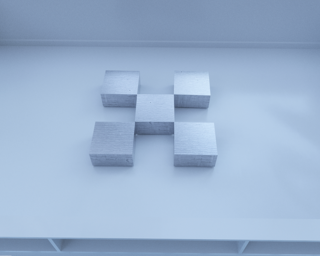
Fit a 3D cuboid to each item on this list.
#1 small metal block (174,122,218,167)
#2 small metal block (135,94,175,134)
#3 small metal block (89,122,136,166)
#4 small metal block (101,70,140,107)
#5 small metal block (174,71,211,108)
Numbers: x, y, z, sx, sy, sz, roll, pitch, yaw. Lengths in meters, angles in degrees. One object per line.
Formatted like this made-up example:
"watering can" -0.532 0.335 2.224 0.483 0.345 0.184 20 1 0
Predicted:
"small metal block" 0.043 0.020 0.385 0.050 0.025 0.050 1 50 1
"small metal block" -0.006 -0.019 0.418 0.050 0.025 0.050 0 50 0
"small metal block" -0.057 0.019 0.386 0.050 0.025 0.050 1 50 0
"small metal block" -0.056 -0.058 0.450 0.050 0.025 0.050 1 50 1
"small metal block" 0.045 -0.057 0.450 0.050 0.025 0.050 2 50 1
